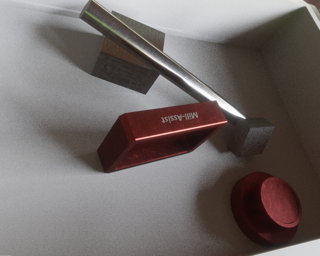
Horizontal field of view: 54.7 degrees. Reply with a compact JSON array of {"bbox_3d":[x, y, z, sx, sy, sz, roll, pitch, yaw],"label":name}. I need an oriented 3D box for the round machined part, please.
[{"bbox_3d":[0.147,0.104,0.413,0.099,0.042,0.098,14,56,-21],"label":"round machined part"}]

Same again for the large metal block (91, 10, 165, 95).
[{"bbox_3d":[-0.043,-0.104,0.431,0.081,0.050,0.080,18,55,-18],"label":"large metal block"}]

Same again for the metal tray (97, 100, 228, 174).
[{"bbox_3d":[0.003,0.010,0.360,0.131,0.090,0.030,-10,67,-33],"label":"metal tray"}]

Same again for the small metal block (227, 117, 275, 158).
[{"bbox_3d":[0.132,0.013,0.451,0.050,0.050,0.025,-4,34,-31],"label":"small metal block"}]

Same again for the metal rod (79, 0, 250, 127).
[{"bbox_3d":[0.032,-0.064,0.411,0.301,0.025,0.025,30,50,-30],"label":"metal rod"}]
